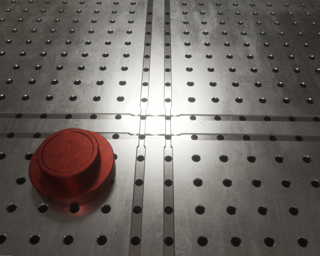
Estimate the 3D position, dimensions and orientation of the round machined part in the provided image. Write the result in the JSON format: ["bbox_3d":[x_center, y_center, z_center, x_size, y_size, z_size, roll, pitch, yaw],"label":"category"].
[{"bbox_3d":[-0.103,0.039,0.363,0.099,0.042,0.098,0,50,0],"label":"round machined part"}]
